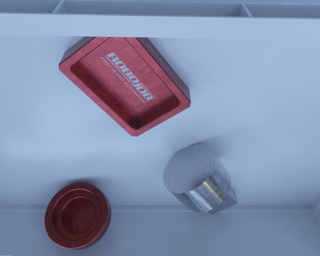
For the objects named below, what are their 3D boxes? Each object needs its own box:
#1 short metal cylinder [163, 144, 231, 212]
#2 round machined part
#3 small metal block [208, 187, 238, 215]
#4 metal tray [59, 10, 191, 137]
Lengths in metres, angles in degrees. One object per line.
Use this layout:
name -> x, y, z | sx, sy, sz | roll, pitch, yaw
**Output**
short metal cylinder -> 0.052, 0.069, 0.433 | 0.080, 0.080, 0.050 | -26, 126, 20
round machined part -> -0.123, 0.138, 0.483 | 0.099, 0.098, 0.042 | -7, 153, 5
small metal block -> 0.090, 0.111, 0.505 | 0.050, 0.025, 0.050 | -32, 124, 24
metal tray -> -0.036, -0.055, 0.358 | 0.090, 0.030, 0.130 | -30, 125, 22
